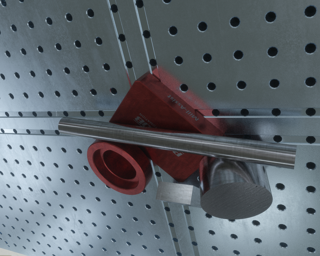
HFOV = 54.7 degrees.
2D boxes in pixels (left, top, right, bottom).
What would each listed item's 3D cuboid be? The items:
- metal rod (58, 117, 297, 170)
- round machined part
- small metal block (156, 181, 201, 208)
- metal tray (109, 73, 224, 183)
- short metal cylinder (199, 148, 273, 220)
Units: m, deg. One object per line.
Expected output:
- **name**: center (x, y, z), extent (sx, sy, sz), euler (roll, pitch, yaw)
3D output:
- **metal rod**: center (0.002, 0.013, 0.377), extent (0.301, 0.025, 0.025), euler (7, 122, 24)
- **round machined part**: center (-0.053, 0.047, 0.449), extent (0.098, 0.042, 0.097), euler (18, 133, 21)
- **small metal block**: center (0.029, 0.094, 0.435), extent (0.050, 0.025, 0.050), euler (2, 163, 26)
- **metal tray**: center (0.006, 0.002, 0.406), extent (0.130, 0.030, 0.089), euler (40, 129, 0)
- **short metal cylinder**: center (0.088, 0.067, 0.370), extent (0.080, 0.050, 0.079), euler (2, 135, 2)
